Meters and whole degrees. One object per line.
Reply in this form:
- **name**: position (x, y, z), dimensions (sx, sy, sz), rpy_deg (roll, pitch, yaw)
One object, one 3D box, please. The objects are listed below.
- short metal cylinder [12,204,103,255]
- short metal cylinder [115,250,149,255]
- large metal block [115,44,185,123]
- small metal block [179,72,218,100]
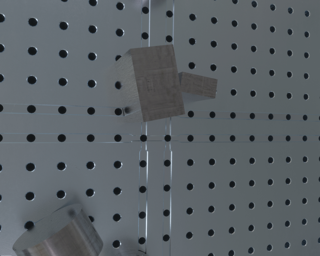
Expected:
- **short metal cylinder**: position (-0.111, 0.128, 0.343), dimensions (0.080, 0.080, 0.050), rpy_deg (-29, 100, -18)
- **short metal cylinder**: position (-0.033, 0.202, 0.388), dimensions (0.081, 0.050, 0.079), rpy_deg (0, 90, -20)
- **large metal block**: position (-0.015, -0.050, 0.378), dimensions (0.050, 0.080, 0.080), rpy_deg (-12, 94, -20)
- **small metal block**: position (0.041, -0.054, 0.415), dimensions (0.050, 0.050, 0.025), rpy_deg (8, 87, -20)
